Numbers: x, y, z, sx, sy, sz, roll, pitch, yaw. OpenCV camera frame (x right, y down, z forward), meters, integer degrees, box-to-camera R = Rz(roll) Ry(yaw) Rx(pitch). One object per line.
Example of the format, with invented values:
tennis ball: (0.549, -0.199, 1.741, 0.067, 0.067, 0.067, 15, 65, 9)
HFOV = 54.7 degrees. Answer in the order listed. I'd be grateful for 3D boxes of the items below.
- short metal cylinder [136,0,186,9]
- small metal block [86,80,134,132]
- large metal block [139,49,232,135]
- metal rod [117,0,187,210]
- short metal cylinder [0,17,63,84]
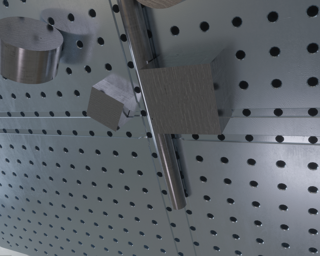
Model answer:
short metal cylinder: (0.007, -0.159, 0.293, 0.080, 0.050, 0.079, 13, 124, 21)
small metal block: (-0.070, -0.031, 0.429, 0.050, 0.025, 0.050, 29, 128, 9)
large metal block: (0.032, -0.040, 0.354, 0.080, 0.050, 0.080, 0, 119, 28)
metal rod: (-0.004, -0.016, 0.403, 0.025, 0.025, 0.298, 1, 119, 28)
short metal cylinder: (-0.171, -0.102, 0.403, 0.080, 0.080, 0.050, 32, 129, 7)
